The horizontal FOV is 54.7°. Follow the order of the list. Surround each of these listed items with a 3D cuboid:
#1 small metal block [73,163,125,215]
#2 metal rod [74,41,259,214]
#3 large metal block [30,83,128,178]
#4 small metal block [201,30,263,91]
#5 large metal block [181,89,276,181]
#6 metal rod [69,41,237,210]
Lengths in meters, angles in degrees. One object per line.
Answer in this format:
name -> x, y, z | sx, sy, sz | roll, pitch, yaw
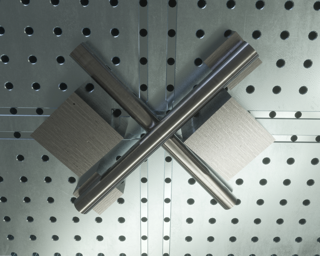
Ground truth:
small metal block -> -0.087, 0.088, 0.445 | 0.050, 0.025, 0.050 | 43, 104, -14
metal rod -> -0.002, 0.009, 0.389 | 0.299, 0.025, 0.025 | -43, 105, 14
large metal block -> -0.101, 0.002, 0.400 | 0.080, 0.050, 0.080 | -41, 105, 13
small metal block -> 0.088, -0.084, 0.384 | 0.050, 0.025, 0.050 | -42, 105, 14
large metal block -> 0.086, 0.008, 0.404 | 0.080, 0.050, 0.080 | 41, 105, -14
metal rod -> 0.001, 0.007, 0.415 | 0.025, 0.025, 0.300 | -41, 105, 13
